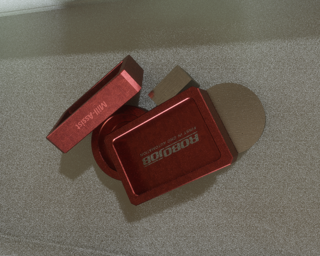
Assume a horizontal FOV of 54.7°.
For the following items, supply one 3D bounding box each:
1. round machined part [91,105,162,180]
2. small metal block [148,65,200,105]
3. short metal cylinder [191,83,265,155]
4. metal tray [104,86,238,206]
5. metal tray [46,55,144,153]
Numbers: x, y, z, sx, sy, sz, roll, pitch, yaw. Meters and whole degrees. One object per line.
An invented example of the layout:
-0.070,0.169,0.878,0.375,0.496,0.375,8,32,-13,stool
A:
-0.038,0.019,0.413,0.098,0.042,0.097,0,90,19,round machined part
0.019,-0.048,0.388,0.050,0.050,0.025,-44,77,13,small metal block
0.082,-0.010,0.366,0.080,0.050,0.079,0,90,19,short metal cylinder
0.009,0.022,0.352,0.130,0.030,0.090,-28,80,22,metal tray
-0.080,-0.033,0.400,0.130,0.090,0.030,-38,110,15,metal tray
